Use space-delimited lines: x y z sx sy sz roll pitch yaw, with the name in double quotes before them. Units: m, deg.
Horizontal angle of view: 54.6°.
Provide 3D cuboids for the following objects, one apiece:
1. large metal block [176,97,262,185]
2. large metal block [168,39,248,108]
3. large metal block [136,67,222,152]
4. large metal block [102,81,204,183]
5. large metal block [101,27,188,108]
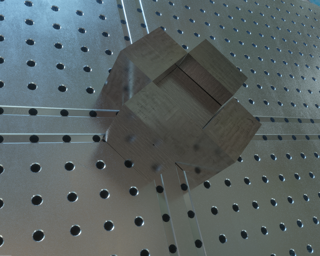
"large metal block" 0.073 0.018 0.402 0.050 0.080 0.080 45 51 3
"large metal block" 0.062 -0.065 0.445 0.080 0.080 0.050 44 51 1
"large metal block" 0.021 -0.022 0.415 0.080 0.050 0.080 43 53 3
"large metal block" -0.011 0.007 0.362 0.080 0.080 0.050 44 51 1
"large metal block" -0.021 -0.073 0.406 0.050 0.080 0.080 44 51 2
